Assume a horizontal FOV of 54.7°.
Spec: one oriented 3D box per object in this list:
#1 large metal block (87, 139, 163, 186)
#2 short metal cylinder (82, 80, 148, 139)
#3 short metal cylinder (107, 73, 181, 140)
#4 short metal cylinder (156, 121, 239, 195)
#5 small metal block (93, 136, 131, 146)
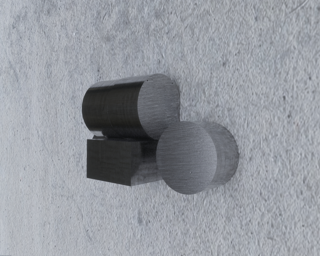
[{"bbox_3d":[-0.037,0.040,0.402,0.080,0.081,0.050,1,91,40],"label":"large metal block"},{"bbox_3d":[-0.057,-0.025,0.418,0.050,0.081,0.079,1,91,40],"label":"short metal cylinder"},{"bbox_3d":[-0.018,-0.026,0.386,0.050,0.081,0.079,1,91,40],"label":"short metal cylinder"},{"bbox_3d":[0.043,0.032,0.355,0.080,0.050,0.079,0,90,40],"label":"short metal cylinder"},{"bbox_3d":[-0.077,0.025,0.471,0.050,0.025,0.050,45,117,30],"label":"small metal block"}]
